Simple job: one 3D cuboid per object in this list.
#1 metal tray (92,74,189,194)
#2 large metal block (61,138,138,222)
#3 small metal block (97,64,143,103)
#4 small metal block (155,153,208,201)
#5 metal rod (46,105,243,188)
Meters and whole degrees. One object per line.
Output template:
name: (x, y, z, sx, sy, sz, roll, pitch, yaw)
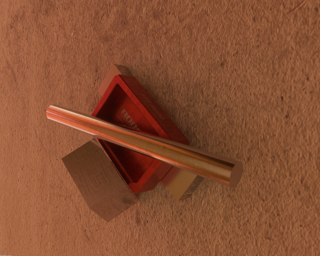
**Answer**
metal tray: (-0.033, 0.005, 0.395, 0.130, 0.030, 0.090, 51, 120, 27)
large metal block: (-0.080, 0.073, 0.423, 0.050, 0.080, 0.080, -34, 62, -10)
small metal block: (-0.058, -0.057, 0.452, 0.050, 0.025, 0.050, 52, 120, 27)
small metal block: (0.026, 0.053, 0.383, 0.050, 0.025, 0.050, 46, 117, 30)
metal rod: (-0.045, 0.009, 0.370, 0.300, 0.025, 0.025, 16, 100, 38)
